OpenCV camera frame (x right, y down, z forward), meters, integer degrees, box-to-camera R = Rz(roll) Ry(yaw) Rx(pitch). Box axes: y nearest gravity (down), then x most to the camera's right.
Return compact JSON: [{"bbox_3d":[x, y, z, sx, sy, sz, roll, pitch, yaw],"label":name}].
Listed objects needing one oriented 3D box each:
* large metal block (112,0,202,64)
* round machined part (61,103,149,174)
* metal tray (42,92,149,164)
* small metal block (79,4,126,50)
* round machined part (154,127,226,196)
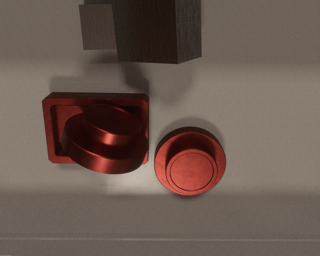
[{"bbox_3d":[-0.003,-0.115,0.336,0.080,0.050,0.079,11,115,34],"label":"large metal block"},{"bbox_3d":[-0.059,0.006,0.358,0.099,0.098,0.042,18,116,-7],"label":"round machined part"},{"bbox_3d":[-0.080,0.001,0.407,0.131,0.030,0.089,1,110,-1],"label":"metal tray"},{"bbox_3d":[-0.065,-0.120,0.366,0.050,0.025,0.050,-1,110,0],"label":"small metal block"},{"bbox_3d":[0.041,0.051,0.422,0.099,0.042,0.097,0,110,-1],"label":"round machined part"}]
